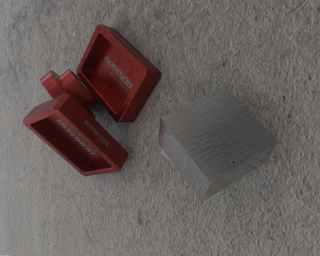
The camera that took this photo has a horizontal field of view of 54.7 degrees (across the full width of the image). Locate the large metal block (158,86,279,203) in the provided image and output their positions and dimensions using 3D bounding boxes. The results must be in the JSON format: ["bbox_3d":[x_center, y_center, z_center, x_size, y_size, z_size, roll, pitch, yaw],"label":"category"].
[{"bbox_3d":[0.055,0.015,0.315,0.080,0.081,0.050,54,159,26],"label":"large metal block"}]

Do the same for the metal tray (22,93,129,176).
[{"bbox_3d":[-0.119,0.016,0.444,0.090,0.130,0.030,-14,38,39],"label":"metal tray"}]

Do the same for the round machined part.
[{"bbox_3d":[-0.131,-0.052,0.475,0.042,0.098,0.098,-41,61,-2],"label":"round machined part"}]

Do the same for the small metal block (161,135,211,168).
[{"bbox_3d":[0.035,0.024,0.376,0.050,0.025,0.050,38,113,33],"label":"small metal block"}]

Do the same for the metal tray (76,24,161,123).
[{"bbox_3d":[-0.066,-0.080,0.455,0.130,0.030,0.089,48,118,29],"label":"metal tray"}]
